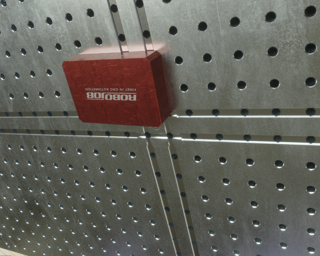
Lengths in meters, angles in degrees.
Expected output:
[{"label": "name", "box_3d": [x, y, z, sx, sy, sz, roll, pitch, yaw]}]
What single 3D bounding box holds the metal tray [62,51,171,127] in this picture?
[{"label": "metal tray", "box_3d": [-0.057, -0.050, 0.405, 0.130, 0.030, 0.089, 4, 120, 26]}]
